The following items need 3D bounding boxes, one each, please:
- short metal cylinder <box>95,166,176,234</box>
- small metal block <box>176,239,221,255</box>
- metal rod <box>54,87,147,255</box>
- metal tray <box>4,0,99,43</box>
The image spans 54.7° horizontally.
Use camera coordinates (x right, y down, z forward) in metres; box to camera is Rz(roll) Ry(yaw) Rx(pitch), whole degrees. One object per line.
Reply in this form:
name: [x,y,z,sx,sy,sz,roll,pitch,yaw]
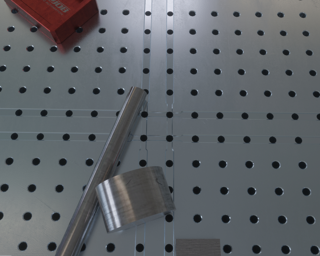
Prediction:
short metal cylinder: [-0.028,0.082,0.352,0.081,0.080,0.050,-18,71,-6]
small metal block: [0.043,0.154,0.356,0.050,0.025,0.050,0,70,0]
metal rod: [-0.082,0.081,0.381,0.025,0.025,0.300,19,71,7]
metal tray: [-0.173,-0.202,0.481,0.130,0.030,0.090,39,74,13]
